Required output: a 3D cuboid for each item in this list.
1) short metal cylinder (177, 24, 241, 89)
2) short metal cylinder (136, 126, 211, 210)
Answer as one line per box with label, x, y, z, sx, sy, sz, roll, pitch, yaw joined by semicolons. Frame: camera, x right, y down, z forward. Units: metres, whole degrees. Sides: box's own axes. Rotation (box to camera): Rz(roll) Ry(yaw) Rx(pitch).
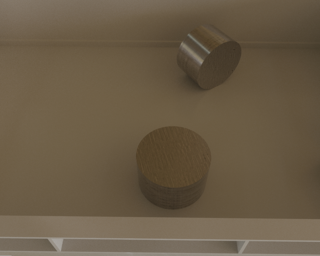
short metal cylinder;0.072;-0.105;0.458;0.081;0.080;0.050;-27;55;-21
short metal cylinder;0.015;0.044;0.351;0.080;0.050;0.080;0;50;0
